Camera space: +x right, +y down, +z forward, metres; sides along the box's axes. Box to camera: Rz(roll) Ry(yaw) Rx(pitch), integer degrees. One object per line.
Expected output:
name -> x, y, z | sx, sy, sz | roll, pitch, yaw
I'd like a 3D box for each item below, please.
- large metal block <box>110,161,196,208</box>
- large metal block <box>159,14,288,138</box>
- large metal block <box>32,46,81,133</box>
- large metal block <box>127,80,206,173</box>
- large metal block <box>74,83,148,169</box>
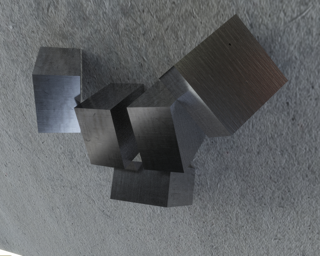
large metal block -> -0.007, 0.073, 0.412 | 0.080, 0.080, 0.050 | 1, 80, 27
large metal block -> 0.060, -0.047, 0.303 | 0.080, 0.080, 0.050 | 50, 166, -7
large metal block -> -0.128, -0.050, 0.396 | 0.050, 0.080, 0.079 | 0, 126, -14
large metal block -> 0.012, -0.005, 0.362 | 0.050, 0.080, 0.079 | 1, 119, 27
large metal block -> -0.054, -0.006, 0.396 | 0.050, 0.080, 0.079 | 5, 121, 25
